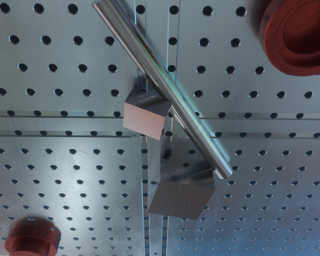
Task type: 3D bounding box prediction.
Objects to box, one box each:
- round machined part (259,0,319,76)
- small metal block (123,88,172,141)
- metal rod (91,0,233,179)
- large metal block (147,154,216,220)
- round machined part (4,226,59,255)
[{"bbox_3d":[0.150,-0.105,0.313,0.099,0.042,0.097,0,130,0],"label":"round machined part"},{"bbox_3d":[-0.016,-0.016,0.381,0.050,0.025,0.050,21,145,5],"label":"small metal block"},{"bbox_3d":[0.021,-0.030,0.385,0.025,0.025,0.300,-25,126,19],"label":"metal rod"},{"bbox_3d":[0.029,0.092,0.474,0.081,0.050,0.079,11,129,-10],"label":"large metal block"},{"bbox_3d":[-0.249,0.235,0.598,0.099,0.042,0.097,0,130,0],"label":"round machined part"}]
